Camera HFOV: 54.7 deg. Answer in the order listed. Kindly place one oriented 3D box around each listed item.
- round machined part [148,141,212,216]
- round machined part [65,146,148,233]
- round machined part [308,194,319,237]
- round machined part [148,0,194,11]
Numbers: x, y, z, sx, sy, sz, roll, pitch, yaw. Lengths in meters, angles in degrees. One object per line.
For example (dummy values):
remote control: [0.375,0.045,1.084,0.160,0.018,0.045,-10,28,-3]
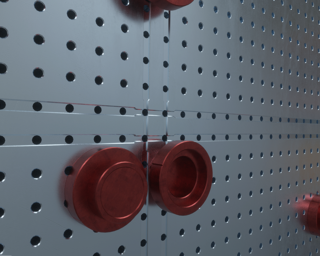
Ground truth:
round machined part: [0.023,0.065,0.420,0.099,0.042,0.097,0,90,-40]
round machined part: [-0.053,0.071,0.355,0.099,0.042,0.097,0,90,-40]
round machined part: [0.393,0.210,0.733,0.099,0.042,0.097,0,90,-40]
round machined part: [0.004,-0.203,0.403,0.099,0.042,0.097,0,90,-40]
